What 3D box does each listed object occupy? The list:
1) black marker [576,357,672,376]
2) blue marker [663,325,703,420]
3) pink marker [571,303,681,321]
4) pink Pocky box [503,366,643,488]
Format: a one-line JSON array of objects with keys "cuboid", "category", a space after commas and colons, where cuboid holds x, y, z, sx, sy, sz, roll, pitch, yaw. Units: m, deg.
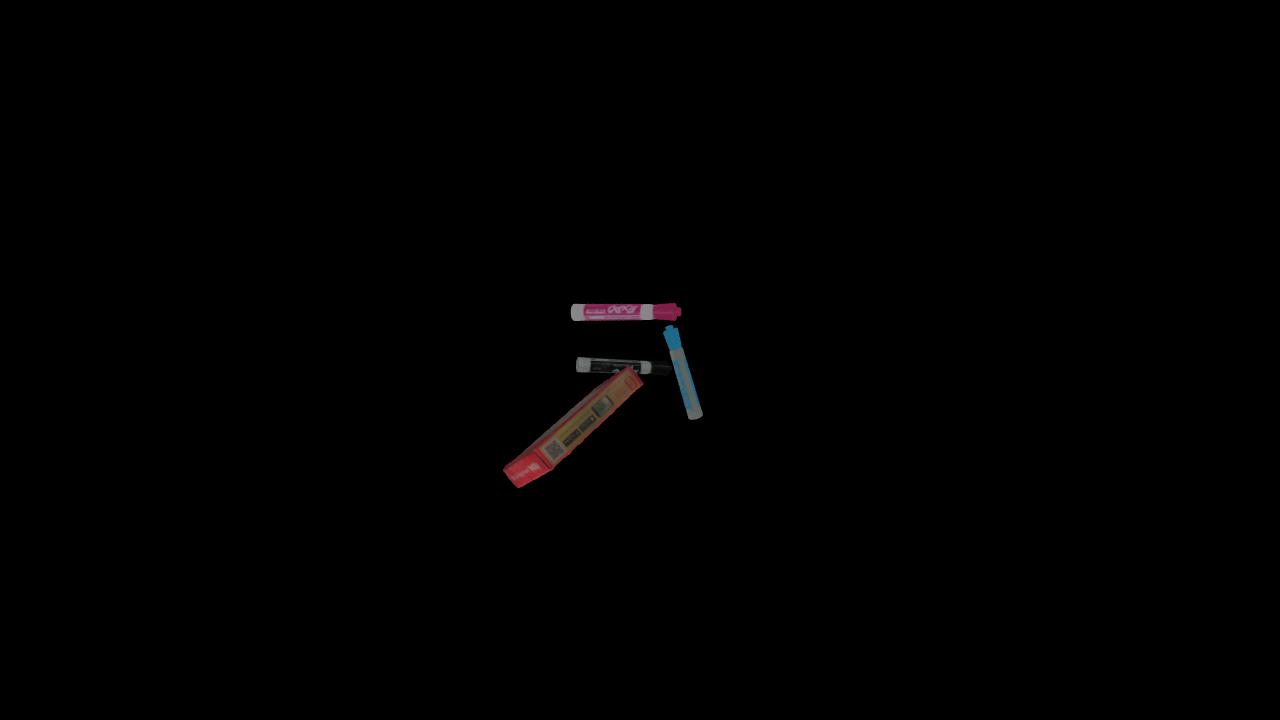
[{"cuboid": [-0.019, 0.008, 0.767, 0.121, 0.020, 0.020, 2, -1, -15], "category": "black marker"}, {"cuboid": [0.052, 0.015, 0.749, 0.020, 0.121, 0.020, -16, 15, 4], "category": "blue marker"}, {"cuboid": [-0.015, -0.052, 0.661, 0.121, 0.020, 0.020, 1, 0, 16], "category": "pink marker"}, {"cuboid": [-0.069, 0.069, 0.648, 0.155, 0.029, 0.084, -42, 4, -40], "category": "pink Pocky box"}]
